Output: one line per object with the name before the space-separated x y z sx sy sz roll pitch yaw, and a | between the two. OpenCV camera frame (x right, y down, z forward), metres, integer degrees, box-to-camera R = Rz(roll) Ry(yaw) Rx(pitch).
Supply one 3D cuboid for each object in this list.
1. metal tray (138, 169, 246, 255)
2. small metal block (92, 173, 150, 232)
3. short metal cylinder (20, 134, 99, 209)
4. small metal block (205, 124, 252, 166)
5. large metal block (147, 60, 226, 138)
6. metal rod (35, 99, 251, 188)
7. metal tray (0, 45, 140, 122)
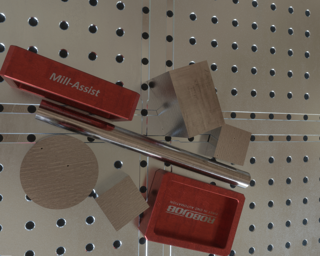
metal tray | 0.046 0.117 0.426 0.131 0.030 0.090 19 84 -19
small metal block | -0.050 0.093 0.395 0.050 0.025 0.050 -34 101 -17
short metal cylinder | -0.115 0.047 0.356 0.081 0.050 0.080 0 90 -20
small metal block | 0.099 0.024 0.449 0.050 0.025 0.050 18 84 -19
large metal block | 0.031 -0.034 0.396 0.050 0.080 0.080 -20 97 -19
metal rod | -0.008 0.028 0.410 0.302 0.025 0.025 20 83 -19
metal tray | -0.097 -0.042 0.341 0.131 0.090 0.030 20 84 -19
